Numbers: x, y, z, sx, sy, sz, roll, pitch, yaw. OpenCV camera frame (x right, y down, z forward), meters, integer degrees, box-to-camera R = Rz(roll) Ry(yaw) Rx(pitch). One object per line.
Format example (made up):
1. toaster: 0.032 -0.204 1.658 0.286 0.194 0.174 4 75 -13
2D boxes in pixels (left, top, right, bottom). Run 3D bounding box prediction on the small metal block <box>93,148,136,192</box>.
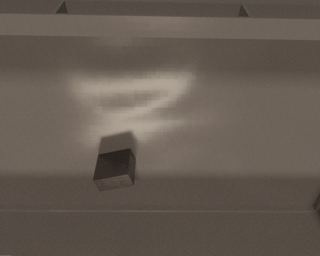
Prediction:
1. small metal block: -0.064 0.059 0.443 0.050 0.050 0.025 -12 129 9
